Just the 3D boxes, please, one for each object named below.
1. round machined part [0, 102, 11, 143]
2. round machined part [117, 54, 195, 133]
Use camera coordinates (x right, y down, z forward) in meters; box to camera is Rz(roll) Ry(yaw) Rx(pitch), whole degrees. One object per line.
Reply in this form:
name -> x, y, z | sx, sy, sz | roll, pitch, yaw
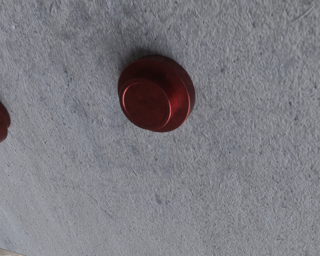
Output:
round machined part -> -0.307, -0.018, 0.547 | 0.098, 0.042, 0.097 | 13, 124, 21
round machined part -> -0.010, -0.036, 0.379 | 0.098, 0.042, 0.097 | 13, 124, 21
